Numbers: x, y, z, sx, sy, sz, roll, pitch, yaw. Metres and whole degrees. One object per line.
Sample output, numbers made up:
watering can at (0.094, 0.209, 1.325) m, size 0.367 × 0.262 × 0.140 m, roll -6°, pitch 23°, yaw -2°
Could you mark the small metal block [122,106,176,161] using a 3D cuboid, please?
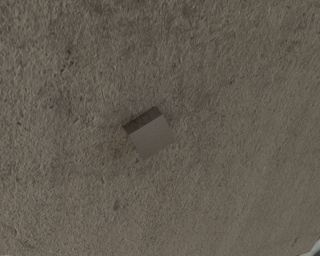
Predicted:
small metal block at (-0.014, 0.007, 0.407) m, size 0.050 × 0.025 × 0.050 m, roll -32°, pitch 129°, yaw -8°
